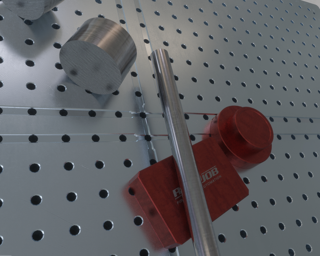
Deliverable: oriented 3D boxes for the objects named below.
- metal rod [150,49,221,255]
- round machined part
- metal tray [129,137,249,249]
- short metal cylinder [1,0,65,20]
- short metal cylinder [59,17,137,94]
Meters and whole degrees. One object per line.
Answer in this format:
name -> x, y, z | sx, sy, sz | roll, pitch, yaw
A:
metal rod -> 0.027, 0.030, 0.365 | 0.025, 0.025, 0.299 | 2, 61, -27
round machined part -> 0.128, 0.007, 0.462 | 0.099, 0.042, 0.098 | 14, 56, -21
metal tray -> 0.039, 0.073, 0.381 | 0.131, 0.030, 0.090 | -22, 74, -36
short metal cylinder -> -0.167, -0.188, 0.398 | 0.080, 0.080, 0.050 | 35, 51, -5
short metal cylinder -> -0.076, -0.088, 0.386 | 0.080, 0.080, 0.050 | 30, 52, -9
